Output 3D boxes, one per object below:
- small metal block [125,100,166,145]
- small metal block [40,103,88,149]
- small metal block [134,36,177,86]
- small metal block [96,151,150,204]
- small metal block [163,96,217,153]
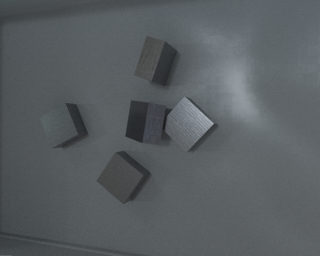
[{"bbox_3d":[-0.020,-0.008,0.403,0.050,0.025,0.050,15,97,58],"label":"small metal block"},{"bbox_3d":[-0.143,-0.003,0.459,0.050,0.025,0.050,-26,82,17],"label":"small metal block"},{"bbox_3d":[-0.005,-0.084,0.398,0.025,0.050,0.050,21,97,18],"label":"small metal block"},{"bbox_3d":[-0.050,0.067,0.427,0.050,0.025,0.050,37,102,15],"label":"small metal block"},{"bbox_3d":[0.036,-0.004,0.397,0.050,0.025,0.050,45,104,14],"label":"small metal block"}]
